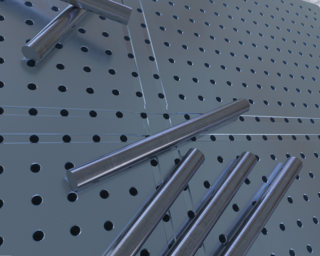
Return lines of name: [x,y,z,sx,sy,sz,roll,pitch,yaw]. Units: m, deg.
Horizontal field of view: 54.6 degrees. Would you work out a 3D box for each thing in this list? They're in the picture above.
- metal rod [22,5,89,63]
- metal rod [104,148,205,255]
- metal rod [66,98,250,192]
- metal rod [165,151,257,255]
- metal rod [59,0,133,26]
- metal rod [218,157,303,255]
metal rod: [-0.106,-0.196,0.470,0.025,0.025,0.301,32,52,-8]
metal rod: [-0.033,0.120,0.316,0.025,0.025,0.301,43,51,1]
metal rod: [0.021,0.009,0.413,0.302,0.025,0.025,-22,74,-36]
metal rod: [0.040,0.121,0.355,0.025,0.025,0.302,46,51,4]
metal rod: [-0.184,-0.202,0.410,0.302,0.025,0.025,18,54,-9]
metal rod: [0.116,0.125,0.393,0.025,0.025,0.302,49,51,6]
